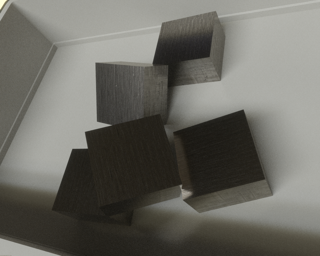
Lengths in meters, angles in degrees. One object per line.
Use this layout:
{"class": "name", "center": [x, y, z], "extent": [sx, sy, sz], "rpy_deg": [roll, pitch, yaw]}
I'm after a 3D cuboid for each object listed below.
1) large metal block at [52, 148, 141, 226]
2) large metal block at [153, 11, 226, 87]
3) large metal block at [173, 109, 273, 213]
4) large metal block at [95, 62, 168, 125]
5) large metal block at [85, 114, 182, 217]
{"class": "large metal block", "center": [-0.074, 0.072, 0.385], "extent": [0.080, 0.050, 0.080], "rpy_deg": [-3, 60, 27]}
{"class": "large metal block", "center": [0.043, -0.108, 0.434], "extent": [0.080, 0.050, 0.080], "rpy_deg": [-3, 60, 26]}
{"class": "large metal block", "center": [0.065, 0.037, 0.333], "extent": [0.080, 0.050, 0.080], "rpy_deg": [-19, 54, 17]}
{"class": "large metal block", "center": [-0.038, -0.045, 0.412], "extent": [0.080, 0.050, 0.079], "rpy_deg": [12, 108, 33]}
{"class": "large metal block", "center": [-0.028, 0.040, 0.329], "extent": [0.081, 0.050, 0.080], "rpy_deg": [-14, 64, -7]}
